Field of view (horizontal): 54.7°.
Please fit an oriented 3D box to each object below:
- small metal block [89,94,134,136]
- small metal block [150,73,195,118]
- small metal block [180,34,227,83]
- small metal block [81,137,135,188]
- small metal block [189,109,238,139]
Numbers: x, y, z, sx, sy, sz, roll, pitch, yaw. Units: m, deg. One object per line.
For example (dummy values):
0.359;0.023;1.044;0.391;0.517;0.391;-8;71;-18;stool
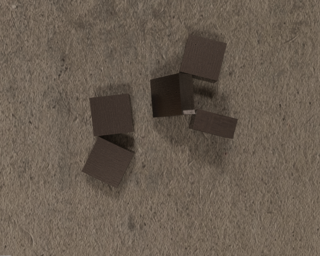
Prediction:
-0.063;-0.017;0.409;0.050;0.025;0.050;-7;90;-1;small metal block
0.016;-0.040;0.396;0.025;0.050;0.050;-5;90;-45;small metal block
0.056;-0.091;0.411;0.050;0.025;0.050;14;90;-1;small metal block
-0.067;0.044;0.409;0.050;0.025;0.050;26;90;-1;small metal block
0.067;-0.005;0.398;0.050;0.050;0.025;14;90;-1;small metal block
